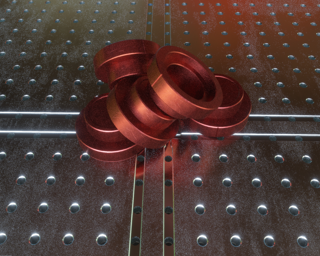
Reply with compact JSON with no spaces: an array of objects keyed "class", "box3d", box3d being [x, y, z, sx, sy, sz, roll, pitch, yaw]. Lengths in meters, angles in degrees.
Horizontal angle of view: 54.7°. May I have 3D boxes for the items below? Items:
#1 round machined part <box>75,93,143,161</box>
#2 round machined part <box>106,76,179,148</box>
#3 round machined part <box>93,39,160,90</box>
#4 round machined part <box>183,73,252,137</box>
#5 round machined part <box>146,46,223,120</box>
[{"class":"round machined part","box3d":[-0.061,-0.009,0.403,0.099,0.042,0.098,0,50,0]},{"class":"round machined part","box3d":[-0.013,-0.026,0.388,0.098,0.042,0.098,28,39,-25]},{"class":"round machined part","box3d":[-0.041,-0.080,0.433,0.099,0.098,0.042,-10,77,-8]},{"class":"round machined part","box3d":[0.077,-0.038,0.429,0.099,0.042,0.098,0,50,0]},{"class":"round machined part","box3d":[0.025,-0.050,0.376,0.099,0.042,0.098,24,43,-24]}]
